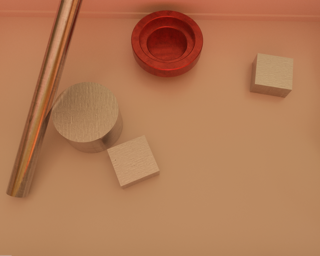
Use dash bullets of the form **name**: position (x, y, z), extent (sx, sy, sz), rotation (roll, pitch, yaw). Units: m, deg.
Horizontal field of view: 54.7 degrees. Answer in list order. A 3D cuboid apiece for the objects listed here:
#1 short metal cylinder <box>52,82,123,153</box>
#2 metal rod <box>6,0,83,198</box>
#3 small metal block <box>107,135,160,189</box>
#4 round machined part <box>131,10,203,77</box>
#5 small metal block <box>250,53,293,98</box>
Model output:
- **short metal cylinder**: position (-0.091, -0.012, 0.400), extent (0.081, 0.050, 0.080), rotation (0, 70, -1)
- **metal rod**: position (-0.134, -0.062, 0.376), extent (0.025, 0.025, 0.298), rotation (16, 91, 5)
- **small metal block**: position (-0.033, 0.044, 0.393), extent (0.050, 0.025, 0.050), rotation (-21, 72, -8)
- **round machined part**: position (0.010, -0.115, 0.443), extent (0.099, 0.042, 0.098), rotation (0, 70, -1)
- **small metal block**: position (0.158, -0.074, 0.439), extent (0.050, 0.025, 0.050), rotation (10, 70, 3)
